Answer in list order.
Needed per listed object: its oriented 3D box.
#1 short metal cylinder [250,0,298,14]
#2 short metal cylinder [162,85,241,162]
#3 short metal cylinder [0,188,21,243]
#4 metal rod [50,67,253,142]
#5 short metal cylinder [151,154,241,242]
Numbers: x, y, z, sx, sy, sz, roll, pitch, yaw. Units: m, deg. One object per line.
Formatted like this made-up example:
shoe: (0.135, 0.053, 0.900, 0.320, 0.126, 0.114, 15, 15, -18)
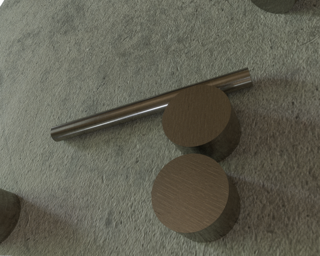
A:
short metal cylinder: (0.156, -0.200, 0.409, 0.080, 0.080, 0.050, 33, 81, 38)
short metal cylinder: (0.050, -0.004, 0.364, 0.080, 0.050, 0.080, -13, 56, 21)
short metal cylinder: (-0.251, 0.124, 0.444, 0.080, 0.050, 0.080, -13, 56, 21)
metal rod: (-0.025, -0.027, 0.433, 0.301, 0.025, 0.025, -15, 56, 19)
short metal cylinder: (0.038, 0.073, 0.323, 0.080, 0.050, 0.080, -13, 56, 21)
